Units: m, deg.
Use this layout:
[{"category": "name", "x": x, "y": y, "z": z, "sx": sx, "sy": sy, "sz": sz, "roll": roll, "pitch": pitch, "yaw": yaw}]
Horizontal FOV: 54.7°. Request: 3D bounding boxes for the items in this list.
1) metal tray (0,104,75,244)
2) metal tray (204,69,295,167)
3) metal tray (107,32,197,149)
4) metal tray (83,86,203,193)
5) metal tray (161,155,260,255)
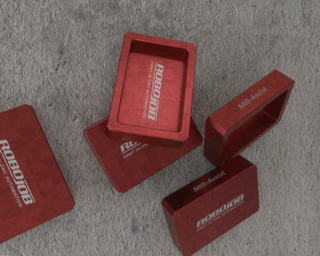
[{"category": "metal tray", "x": -0.163, "y": 0.048, "z": 0.346, "sx": 0.091, "sy": 0.030, "sz": 0.129, "roll": -24, "pitch": 98, "yaw": -19}, {"category": "metal tray", "x": 0.118, "y": -0.011, "z": 0.417, "sx": 0.131, "sy": 0.090, "sz": 0.030, "roll": -34, "pitch": 58, "yaw": -19}, {"category": "metal tray", "x": -0.008, "y": -0.047, "z": 0.371, "sx": 0.091, "sy": 0.030, "sz": 0.130, "roll": 9, "pitch": 69, "yaw": -6}, {"category": "metal tray", "x": -0.020, "y": 0.011, "z": 0.399, "sx": 0.131, "sy": 0.030, "sz": 0.090, "roll": -30, "pitch": 100, "yaw": -18}, {"category": "metal tray", "x": 0.072, "y": 0.103, "z": 0.414, "sx": 0.131, "sy": 0.030, "sz": 0.089, "roll": -26, "pitch": 124, "yaw": -18}]
